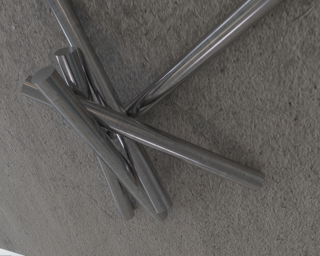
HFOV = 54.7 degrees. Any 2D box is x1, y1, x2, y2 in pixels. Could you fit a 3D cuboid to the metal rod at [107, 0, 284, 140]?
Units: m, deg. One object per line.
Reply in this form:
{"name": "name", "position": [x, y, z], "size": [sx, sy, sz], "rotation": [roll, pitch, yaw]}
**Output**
{"name": "metal rod", "position": [0.023, -0.064, 0.355], "size": [0.025, 0.025, 0.299], "rotation": [49, 129, -6]}

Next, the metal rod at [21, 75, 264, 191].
{"name": "metal rod", "position": [-0.016, 0.008, 0.372], "size": [0.301, 0.025, 0.025], "rotation": [23, 128, -5]}

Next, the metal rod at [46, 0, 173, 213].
{"name": "metal rod", "position": [-0.060, -0.027, 0.393], "size": [0.025, 0.025, 0.299], "rotation": [-22, 98, 36]}

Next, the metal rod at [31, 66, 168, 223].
{"name": "metal rod", "position": [-0.055, 0.044, 0.394], "size": [0.025, 0.025, 0.299], "rotation": [0, 140, 28]}

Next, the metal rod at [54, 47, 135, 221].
{"name": "metal rod", "position": [-0.082, 0.030, 0.440], "size": [0.025, 0.025, 0.298], "rotation": [7, 130, 25]}
